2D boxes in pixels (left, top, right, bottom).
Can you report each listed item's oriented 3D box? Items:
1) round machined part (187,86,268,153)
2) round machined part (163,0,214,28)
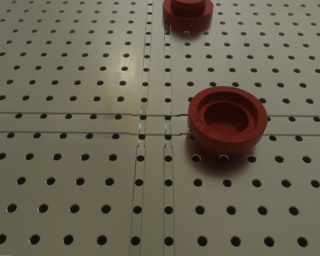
[{"bbox_3d":[0.085,-0.006,0.403,0.099,0.042,0.098,0,50,0],"label":"round machined part"},{"bbox_3d":[0.054,-0.238,0.597,0.099,0.042,0.098,0,50,0],"label":"round machined part"}]
